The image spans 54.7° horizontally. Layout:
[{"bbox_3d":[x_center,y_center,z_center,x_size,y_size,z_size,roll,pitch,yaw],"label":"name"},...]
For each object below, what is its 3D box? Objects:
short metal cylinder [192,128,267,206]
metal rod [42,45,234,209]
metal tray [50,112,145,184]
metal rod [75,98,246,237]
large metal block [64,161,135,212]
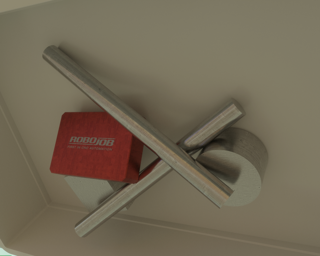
[{"bbox_3d":[0.085,0.047,0.373,0.080,0.050,0.079,13,124,20],"label":"short metal cylinder"},{"bbox_3d":[-0.039,-0.012,0.380,0.300,0.025,0.025,39,130,17],"label":"metal rod"},{"bbox_3d":[-0.086,0.024,0.426,0.130,0.030,0.090,1,75,29],"label":"metal tray"},{"bbox_3d":[-0.015,0.065,0.406,0.299,0.025,0.025,-41,95,25],"label":"metal rod"},{"bbox_3d":[-0.088,0.086,0.484,0.080,0.050,0.080,-21,108,35],"label":"large metal block"}]
